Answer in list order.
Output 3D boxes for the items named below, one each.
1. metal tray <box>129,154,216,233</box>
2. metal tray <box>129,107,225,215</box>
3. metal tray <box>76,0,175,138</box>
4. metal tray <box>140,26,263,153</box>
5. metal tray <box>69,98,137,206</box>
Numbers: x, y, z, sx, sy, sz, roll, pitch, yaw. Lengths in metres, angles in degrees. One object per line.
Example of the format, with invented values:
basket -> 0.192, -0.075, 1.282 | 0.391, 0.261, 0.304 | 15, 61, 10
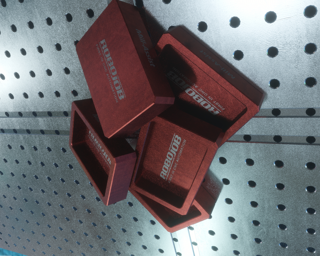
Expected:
metal tray -> 0.006, 0.089, 0.458 | 0.130, 0.030, 0.090 | 48, 128, -6
metal tray -> 0.014, 0.041, 0.386 | 0.090, 0.030, 0.129 | 25, 127, 12
metal tray -> -0.045, -0.064, 0.351 | 0.090, 0.030, 0.130 | -34, 69, 38
metal tray -> 0.040, -0.041, 0.360 | 0.130, 0.030, 0.089 | 40, 129, 0
metal tray -> -0.085, 0.030, 0.430 | 0.130, 0.030, 0.089 | 47, 136, 35
